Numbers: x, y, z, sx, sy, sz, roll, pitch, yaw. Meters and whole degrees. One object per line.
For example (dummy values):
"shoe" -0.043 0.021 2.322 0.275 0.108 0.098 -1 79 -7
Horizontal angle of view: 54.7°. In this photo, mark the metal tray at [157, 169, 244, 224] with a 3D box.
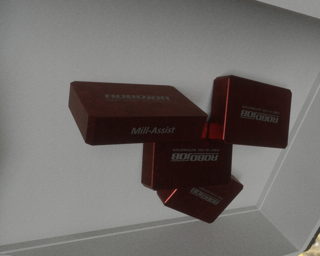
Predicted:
"metal tray" 0.069 0.101 0.508 0.130 0.030 0.090 33 100 -39

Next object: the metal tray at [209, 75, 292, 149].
"metal tray" 0.133 -0.019 0.444 0.131 0.030 0.089 6 88 -32

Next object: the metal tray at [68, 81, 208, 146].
"metal tray" -0.025 -0.019 0.342 0.131 0.090 0.030 -2 119 -28

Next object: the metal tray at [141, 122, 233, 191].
"metal tray" 0.041 0.035 0.427 0.131 0.030 0.089 3 90 -30
